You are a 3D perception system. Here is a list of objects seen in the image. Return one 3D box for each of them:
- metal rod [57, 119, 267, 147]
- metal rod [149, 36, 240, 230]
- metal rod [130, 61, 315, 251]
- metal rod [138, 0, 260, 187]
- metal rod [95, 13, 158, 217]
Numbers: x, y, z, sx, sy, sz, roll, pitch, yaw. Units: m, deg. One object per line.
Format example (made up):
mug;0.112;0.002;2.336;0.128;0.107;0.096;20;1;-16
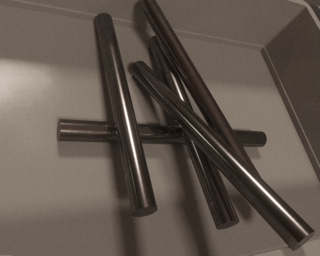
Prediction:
metal rod;0.022;0.010;0.413;0.303;0.025;0.025;3;60;-27
metal rod;0.033;-0.018;0.405;0.025;0.025;0.299;2;51;-28
metal rod;0.045;0.005;0.353;0.025;0.025;0.300;-10;43;-33
metal rod;0.052;-0.054;0.426;0.025;0.025;0.299;-23;80;-37
metal rod;-0.049;-0.040;0.378;0.025;0.025;0.299;3;52;-27
